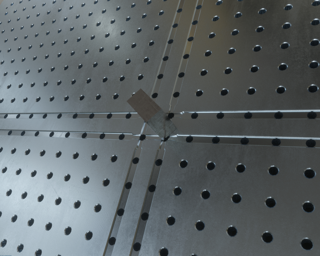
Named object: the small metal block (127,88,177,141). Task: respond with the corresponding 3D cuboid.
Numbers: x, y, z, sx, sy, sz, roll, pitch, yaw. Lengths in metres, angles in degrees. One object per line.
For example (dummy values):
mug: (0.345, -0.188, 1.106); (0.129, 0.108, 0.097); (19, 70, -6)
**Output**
small metal block: (-0.010, -0.017, 0.407); (0.025, 0.050, 0.050); (-43, 51, -1)
